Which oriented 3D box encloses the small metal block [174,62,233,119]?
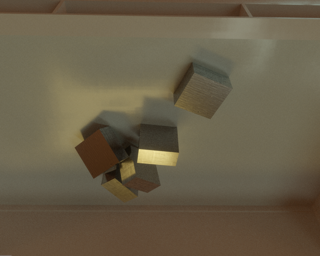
[{"bbox_3d":[0.050,-0.044,0.373,0.050,0.025,0.050,19,128,-16],"label":"small metal block"}]

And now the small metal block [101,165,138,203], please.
[{"bbox_3d":[-0.057,0.072,0.454,0.025,0.050,0.050,-29,125,22],"label":"small metal block"}]

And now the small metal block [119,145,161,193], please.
[{"bbox_3d":[-0.029,0.058,0.434,0.025,0.050,0.050,-34,140,25],"label":"small metal block"}]

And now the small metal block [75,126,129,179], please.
[{"bbox_3d":[-0.079,0.033,0.419,0.050,0.025,0.050,-34,85,25],"label":"small metal block"}]

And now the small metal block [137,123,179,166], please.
[{"bbox_3d":[-0.003,0.022,0.411,0.050,0.050,0.025,6,130,-6],"label":"small metal block"}]
